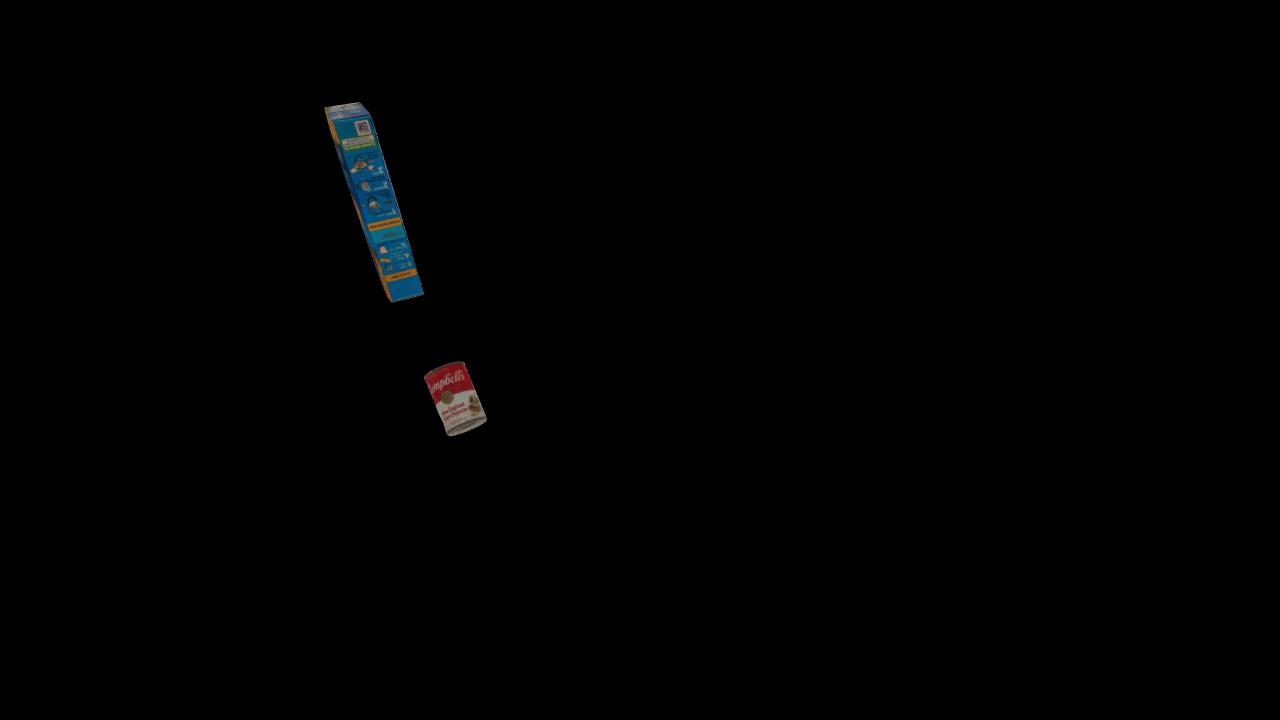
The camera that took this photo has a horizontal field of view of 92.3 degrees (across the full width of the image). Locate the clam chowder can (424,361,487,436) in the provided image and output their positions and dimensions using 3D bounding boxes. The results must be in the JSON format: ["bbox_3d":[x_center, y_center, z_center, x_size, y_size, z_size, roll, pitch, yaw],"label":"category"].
[{"bbox_3d":[-0.294,0.062,0.982,0.068,0.102,0.068,-24,-8,-4],"label":"clam chowder can"}]

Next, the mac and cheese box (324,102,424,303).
[{"bbox_3d":[-0.272,-0.161,0.632,0.041,0.184,0.093,-20,35,-21],"label":"mac and cheese box"}]
